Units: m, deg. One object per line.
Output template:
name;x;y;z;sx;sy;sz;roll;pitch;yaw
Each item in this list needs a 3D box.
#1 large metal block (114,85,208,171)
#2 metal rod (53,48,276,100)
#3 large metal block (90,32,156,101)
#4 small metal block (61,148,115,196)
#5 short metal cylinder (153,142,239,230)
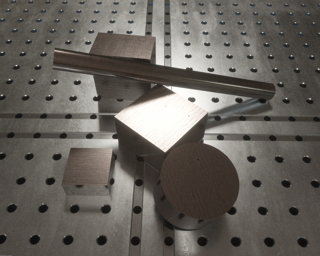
large metal block;0.002;-0.001;0.392;0.080;0.050;0.080;34;57;25
metal rod;0.020;-0.066;0.406;0.302;0.025;0.025;5;48;-19
large metal block;-0.049;-0.085;0.443;0.080;0.080;0.050;6;50;4
small metal block;-0.082;0.051;0.364;0.050;0.025;0.050;1;50;0
short metal cylinder;0.036;0.062;0.328;0.081;0.050;0.080;5;61;-8
